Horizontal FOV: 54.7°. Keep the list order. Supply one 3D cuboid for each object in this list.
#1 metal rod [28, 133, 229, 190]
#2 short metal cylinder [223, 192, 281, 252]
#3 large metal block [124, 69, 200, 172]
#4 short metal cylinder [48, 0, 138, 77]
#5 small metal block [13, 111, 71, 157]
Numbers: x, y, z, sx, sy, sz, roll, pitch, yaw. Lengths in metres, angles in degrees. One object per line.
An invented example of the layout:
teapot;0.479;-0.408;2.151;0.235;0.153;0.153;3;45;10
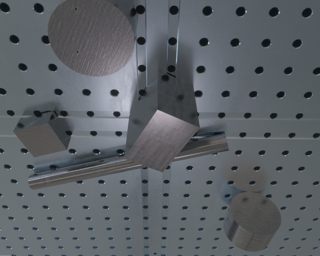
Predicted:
metal rod;-0.052;0.051;0.454;0.301;0.025;0.025;-13;129;10
short metal cylinder;0.149;0.152;0.507;0.081;0.080;0.050;4;130;-4
large metal block;0.000;-0.008;0.368;0.050;0.080;0.080;23;127;-18
short metal cylinder;-0.064;-0.099;0.310;0.081;0.050;0.079;0;130;0
small metal block;-0.157;0.009;0.418;0.050;0.025;0.050;-13;129;10
